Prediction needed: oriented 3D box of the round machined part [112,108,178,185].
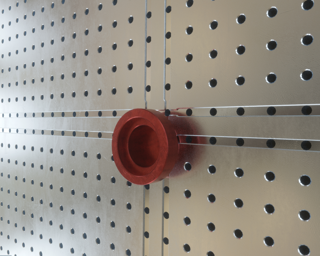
[{"bbox_3d":[-0.015,0.023,0.409,0.098,0.042,0.097,0,90,39],"label":"round machined part"}]
